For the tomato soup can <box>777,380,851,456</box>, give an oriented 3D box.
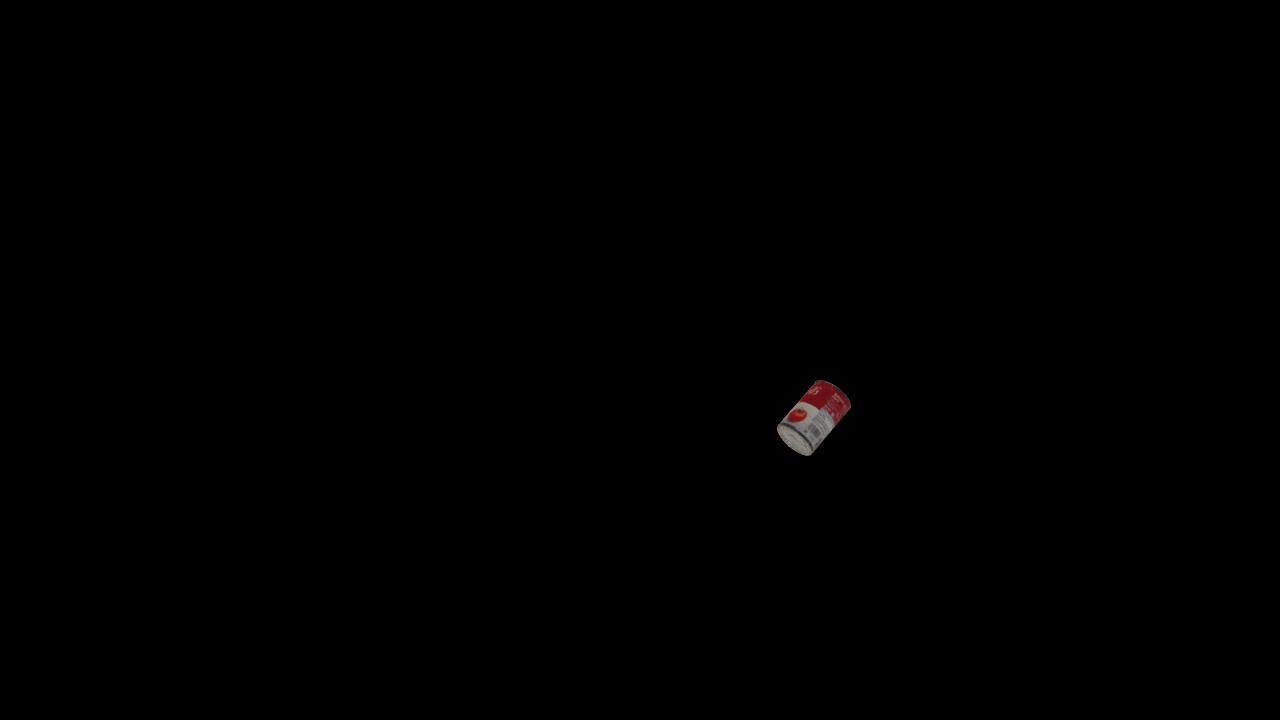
[{"bbox_3d":[0.266,0.090,0.945,0.101,0.068,0.068,-45,17,-17],"label":"tomato soup can"}]
